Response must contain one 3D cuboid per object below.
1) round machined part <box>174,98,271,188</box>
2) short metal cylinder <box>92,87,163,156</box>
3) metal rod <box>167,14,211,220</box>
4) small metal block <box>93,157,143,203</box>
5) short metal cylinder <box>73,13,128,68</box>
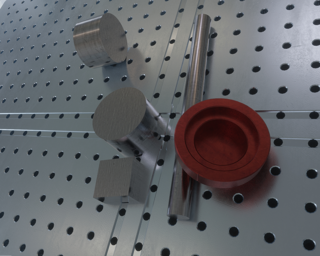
[{"bbox_3d":[0.065,0.019,0.338,0.099,0.042,0.098,-2,60,3],"label":"round machined part"},{"bbox_3d":[-0.043,-0.008,0.420,0.080,0.050,0.080,-13,56,21],"label":"short metal cylinder"},{"bbox_3d":[0.043,-0.034,0.406,0.025,0.025,0.299,-4,60,26],"label":"metal rod"},{"bbox_3d":[-0.053,0.067,0.395,0.050,0.025,0.050,-9,58,23],"label":"small metal block"},{"bbox_3d":[-0.096,-0.143,0.511,0.050,0.080,0.080,-7,59,25],"label":"short metal cylinder"}]
